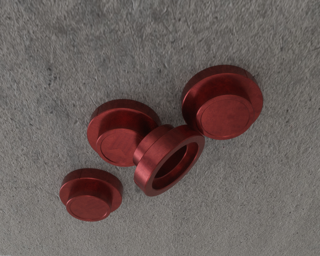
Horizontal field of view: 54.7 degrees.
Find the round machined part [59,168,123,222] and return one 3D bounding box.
[{"bbox_3d":[-0.109,0.111,0.490,0.099,0.042,0.097,0,130,0],"label":"round machined part"}]

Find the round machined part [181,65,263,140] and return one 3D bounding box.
[{"bbox_3d":[0.076,-0.024,0.376,0.099,0.042,0.097,0,130,0],"label":"round machined part"}]

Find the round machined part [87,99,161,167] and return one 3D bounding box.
[{"bbox_3d":[-0.047,0.013,0.407,0.099,0.042,0.097,0,130,0],"label":"round machined part"}]

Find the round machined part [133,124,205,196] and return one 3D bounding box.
[{"bbox_3d":[0.006,0.034,0.380,0.099,0.042,0.098,-35,151,-23],"label":"round machined part"}]
